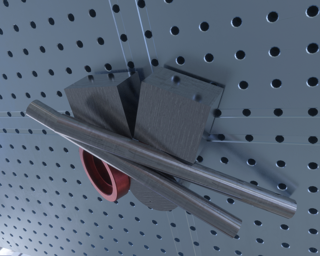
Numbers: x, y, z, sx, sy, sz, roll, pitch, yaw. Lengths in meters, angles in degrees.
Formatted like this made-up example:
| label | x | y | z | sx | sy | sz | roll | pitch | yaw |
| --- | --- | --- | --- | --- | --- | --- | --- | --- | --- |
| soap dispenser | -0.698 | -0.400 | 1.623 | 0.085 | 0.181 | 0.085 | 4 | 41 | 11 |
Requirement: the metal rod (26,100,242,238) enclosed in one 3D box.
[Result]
| label | x | y | z | sx | sy | sz | roll | pitch | yaw |
| --- | --- | --- | --- | --- | --- | --- | --- | --- | --- |
| metal rod | -0.038 | 0.047 | 0.389 | 0.301 | 0.025 | 0.025 | 30 | 128 | 8 |

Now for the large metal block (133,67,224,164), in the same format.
| label | x | y | z | sx | sy | sz | roll | pitch | yaw |
| --- | --- | --- | --- | --- | --- | --- | --- | --- | --- |
| large metal block | 0.020 | -0.016 | 0.368 | 0.080 | 0.050 | 0.079 | 22 | 127 | 15 |

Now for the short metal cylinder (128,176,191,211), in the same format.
| label | x | y | z | sx | sy | sz | roll | pitch | yaw |
| --- | --- | --- | --- | --- | --- | --- | --- | --- | --- |
| short metal cylinder | 0.002 | 0.068 | 0.430 | 0.080 | 0.050 | 0.079 | 13 | 124 | 21 |

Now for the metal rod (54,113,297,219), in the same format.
| label | x | y | z | sx | sy | sz | roll | pitch | yaw |
| --- | --- | --- | --- | --- | --- | --- | --- | --- | --- |
| metal rod | 0.021 | 0.047 | 0.376 | 0.302 | 0.025 | 0.025 | 21 | 128 | -2 |

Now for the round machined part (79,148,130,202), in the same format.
| label | x | y | z | sx | sy | sz | roll | pitch | yaw |
| --- | --- | --- | --- | --- | --- | --- | --- | --- | --- |
| round machined part | -0.074 | 0.055 | 0.454 | 0.098 | 0.042 | 0.097 | 33 | 137 | 37 |

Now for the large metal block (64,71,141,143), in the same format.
| label | x | y | z | sx | sy | sz | roll | pitch | yaw |
| --- | --- | --- | --- | --- | --- | --- | --- | --- | --- |
| large metal block | -0.066 | -0.025 | 0.405 | 0.080 | 0.050 | 0.080 | 1 | 119 | 27 |
